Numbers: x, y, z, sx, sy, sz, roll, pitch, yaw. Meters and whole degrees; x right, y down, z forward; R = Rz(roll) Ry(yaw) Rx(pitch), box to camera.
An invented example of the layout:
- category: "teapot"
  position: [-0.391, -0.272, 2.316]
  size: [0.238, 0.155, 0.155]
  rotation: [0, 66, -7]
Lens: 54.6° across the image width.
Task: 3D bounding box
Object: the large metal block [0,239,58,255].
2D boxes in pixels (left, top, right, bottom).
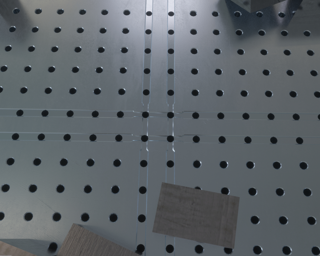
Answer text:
- category: "large metal block"
  position: [-0.150, 0.164, 0.322]
  size: [0.050, 0.080, 0.080]
  rotation: [19, 71, 7]

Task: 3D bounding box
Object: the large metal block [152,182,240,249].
- category: "large metal block"
  position: [0.037, 0.099, 0.346]
  size: [0.080, 0.080, 0.050]
  rotation: [10, 71, 4]

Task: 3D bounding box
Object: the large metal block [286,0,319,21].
- category: "large metal block"
  position: [0.243, -0.218, 0.479]
  size: [0.080, 0.050, 0.080]
  rotation: [-4, 70, -2]

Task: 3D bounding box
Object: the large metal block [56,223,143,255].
- category: "large metal block"
  position: [-0.073, 0.160, 0.340]
  size: [0.080, 0.050, 0.080]
  rotation: [23, 72, 8]

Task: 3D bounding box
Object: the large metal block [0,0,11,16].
- category: "large metal block"
  position: [-0.282, -0.222, 0.462]
  size: [0.080, 0.080, 0.050]
  rotation: [14, 71, 5]

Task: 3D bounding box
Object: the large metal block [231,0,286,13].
- category: "large metal block"
  position: [0.149, -0.223, 0.465]
  size: [0.080, 0.050, 0.080]
  rotation: [-22, 45, -8]
